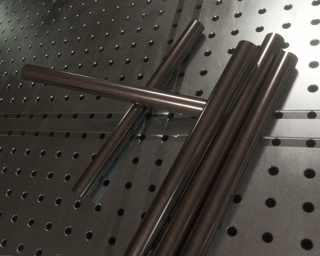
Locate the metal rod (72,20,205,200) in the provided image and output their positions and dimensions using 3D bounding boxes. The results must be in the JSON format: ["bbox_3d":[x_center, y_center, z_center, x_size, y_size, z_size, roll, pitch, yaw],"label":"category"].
[{"bbox_3d":[-0.024,-0.034,0.440,0.025,0.025,0.300,25,75,36],"label":"metal rod"}]

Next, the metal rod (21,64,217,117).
[{"bbox_3d":[-0.064,-0.053,0.428,0.301,0.025,0.025,13,68,18],"label":"metal rod"}]

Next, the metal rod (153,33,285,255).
[{"bbox_3d":[0.076,0.011,0.360,0.025,0.025,0.300,19,71,35],"label":"metal rod"}]

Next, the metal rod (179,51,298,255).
[{"bbox_3d":[0.084,0.040,0.338,0.025,0.025,0.300,19,71,35],"label":"metal rod"}]

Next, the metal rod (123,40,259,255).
[{"bbox_3d":[0.033,0.032,0.349,0.025,0.025,0.299,24,80,36],"label":"metal rod"}]
